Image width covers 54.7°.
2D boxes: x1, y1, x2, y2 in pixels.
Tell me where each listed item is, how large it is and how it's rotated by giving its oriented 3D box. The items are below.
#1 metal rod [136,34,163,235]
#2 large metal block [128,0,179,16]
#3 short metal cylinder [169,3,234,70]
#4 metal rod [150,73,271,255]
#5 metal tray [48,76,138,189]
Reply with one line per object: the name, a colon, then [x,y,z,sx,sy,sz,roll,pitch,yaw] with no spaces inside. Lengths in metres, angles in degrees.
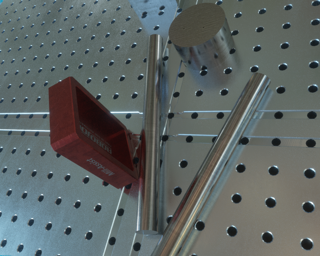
metal rod: [-0.011,-0.013,0.420,0.025,0.025,0.299,-12,57,21]
large metal block: [-0.009,-0.255,0.552,0.080,0.050,0.080,-4,60,25]
short metal cylinder: [0.059,-0.129,0.440,0.080,0.050,0.080,-13,56,20]
metal rod: [0.047,0.064,0.343,0.025,0.025,0.300,21,73,35]
metal tray: [-0.077,0.010,0.374,0.030,0.130,0.090,-26,53,12]
